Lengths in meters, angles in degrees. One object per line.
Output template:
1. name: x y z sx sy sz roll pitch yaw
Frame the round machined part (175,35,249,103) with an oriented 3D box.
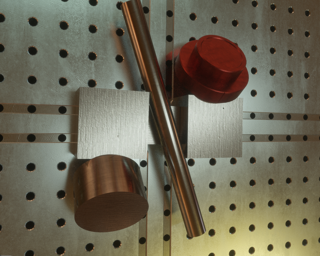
1. round machined part: 0.072 -0.083 0.404 0.099 0.042 0.098 10 52 -13

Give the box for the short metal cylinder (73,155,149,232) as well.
1. short metal cylinder: -0.057 0.076 0.356 0.081 0.050 0.080 -10 135 -9

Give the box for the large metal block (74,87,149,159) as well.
1. large metal block: -0.060 -0.005 0.378 0.081 0.050 0.080 2 89 -20

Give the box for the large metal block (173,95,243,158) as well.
1. large metal block: 0.064 -0.001 0.424 0.081 0.050 0.080 1 90 -20

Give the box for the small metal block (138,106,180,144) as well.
1. small metal block: -0.002 -0.004 0.412 0.050 0.025 0.050 1 90 -20

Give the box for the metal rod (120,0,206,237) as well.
1. metal rod: 0.006 -0.007 0.387 0.025 0.025 0.298 -18 96 -19
